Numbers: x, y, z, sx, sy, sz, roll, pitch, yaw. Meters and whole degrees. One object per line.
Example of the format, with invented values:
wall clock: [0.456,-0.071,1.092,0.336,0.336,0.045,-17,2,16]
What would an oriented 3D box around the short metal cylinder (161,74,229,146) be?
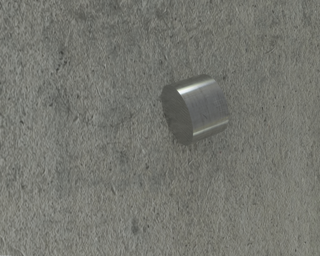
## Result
short metal cylinder: [0.043,-0.024,0.395,0.050,0.080,0.080,-20,97,-19]
